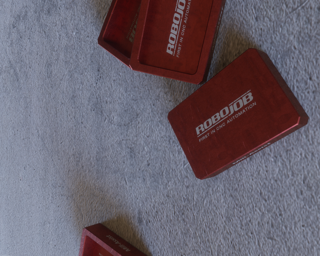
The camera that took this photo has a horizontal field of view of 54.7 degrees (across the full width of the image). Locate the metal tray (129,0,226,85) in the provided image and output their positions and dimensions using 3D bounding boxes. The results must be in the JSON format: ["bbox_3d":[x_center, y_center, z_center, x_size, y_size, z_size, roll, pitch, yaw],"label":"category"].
[{"bbox_3d":[0.022,-0.123,0.358,0.090,0.030,0.129,15,102,14],"label":"metal tray"}]

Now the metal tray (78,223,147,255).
[{"bbox_3d":[-0.070,0.211,0.459,0.130,0.030,0.089,18,102,38],"label":"metal tray"}]

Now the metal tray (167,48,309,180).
[{"bbox_3d":[0.077,-0.011,0.338,0.130,0.030,0.090,-38,67,33],"label":"metal tray"}]

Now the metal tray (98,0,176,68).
[{"bbox_3d":[-0.029,-0.156,0.425,0.090,0.030,0.129,41,114,32],"label":"metal tray"}]
